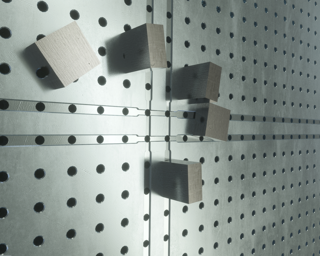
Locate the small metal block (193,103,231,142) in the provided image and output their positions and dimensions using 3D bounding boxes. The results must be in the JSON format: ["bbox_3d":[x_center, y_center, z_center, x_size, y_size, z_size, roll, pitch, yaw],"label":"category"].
[{"bbox_3d":[0.080,-0.008,0.475,0.050,0.025,0.050,14,81,-39],"label":"small metal block"}]

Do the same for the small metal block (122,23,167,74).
[{"bbox_3d":[-0.019,-0.095,0.375,0.025,0.050,0.050,-10,97,-40],"label":"small metal block"}]

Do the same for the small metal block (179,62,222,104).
[{"bbox_3d":[0.057,-0.062,0.439,0.025,0.050,0.050,14,81,-39],"label":"small metal block"}]

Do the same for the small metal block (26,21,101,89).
[{"bbox_3d":[-0.099,-0.076,0.325,0.050,0.025,0.050,-44,117,-31],"label":"small metal block"}]

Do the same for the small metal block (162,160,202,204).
[{"bbox_3d":[0.029,0.070,0.416,0.025,0.050,0.050,-3,92,-40],"label":"small metal block"}]
